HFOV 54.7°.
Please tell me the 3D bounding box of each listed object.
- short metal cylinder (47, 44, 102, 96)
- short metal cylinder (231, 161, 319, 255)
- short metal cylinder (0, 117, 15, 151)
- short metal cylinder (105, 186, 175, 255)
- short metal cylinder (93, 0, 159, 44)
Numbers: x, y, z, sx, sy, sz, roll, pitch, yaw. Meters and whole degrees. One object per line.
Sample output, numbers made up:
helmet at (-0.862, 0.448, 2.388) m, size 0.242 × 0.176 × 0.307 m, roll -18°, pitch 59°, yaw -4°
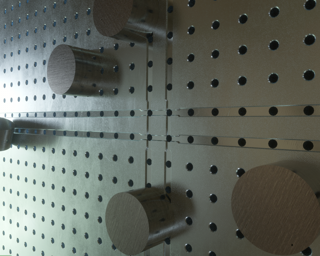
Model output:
short metal cylinder at (-0.142, -0.093, 0.510) m, size 0.080 × 0.050 × 0.079 m, roll 0°, pitch 90°, yaw 40°
short metal cylinder at (0.117, 0.073, 0.297) m, size 0.080 × 0.050 × 0.079 m, roll 0°, pitch 90°, yaw 40°
short metal cylinder at (-0.364, 0.011, 0.674) m, size 0.080 × 0.081 × 0.050 m, roll 30°, pitch 109°, yaw 36°
short metal cylinder at (-0.028, 0.122, 0.416) m, size 0.080 × 0.050 × 0.079 m, roll 0°, pitch 90°, yaw 40°
short metal cylinder at (-0.048, -0.163, 0.433) m, size 0.080 × 0.050 × 0.079 m, roll 0°, pitch 90°, yaw 40°
